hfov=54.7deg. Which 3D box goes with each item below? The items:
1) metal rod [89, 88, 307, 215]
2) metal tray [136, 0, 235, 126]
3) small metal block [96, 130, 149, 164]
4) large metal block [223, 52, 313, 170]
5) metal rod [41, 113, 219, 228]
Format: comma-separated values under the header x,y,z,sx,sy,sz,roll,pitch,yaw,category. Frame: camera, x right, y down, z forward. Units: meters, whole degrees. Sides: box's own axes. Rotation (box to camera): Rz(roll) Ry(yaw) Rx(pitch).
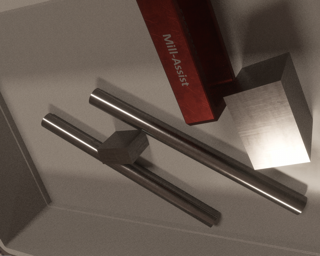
x,y,z,sx,sy,sz,roll,pitch,yaw,category
0.041,0.025,0.401,0.301,0.025,0.025,28,128,10,metal rod
0.033,-0.079,0.299,0.030,0.090,0.129,-11,113,32,metal tray
-0.051,0.026,0.434,0.050,0.050,0.025,-4,116,30,small metal block
0.110,-0.018,0.304,0.050,0.080,0.080,-15,111,34,large metal block
-0.050,0.060,0.470,0.301,0.025,0.025,29,128,8,metal rod
